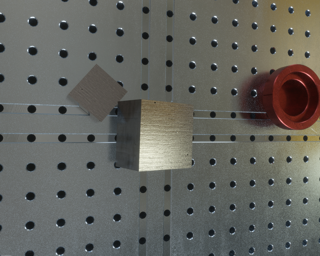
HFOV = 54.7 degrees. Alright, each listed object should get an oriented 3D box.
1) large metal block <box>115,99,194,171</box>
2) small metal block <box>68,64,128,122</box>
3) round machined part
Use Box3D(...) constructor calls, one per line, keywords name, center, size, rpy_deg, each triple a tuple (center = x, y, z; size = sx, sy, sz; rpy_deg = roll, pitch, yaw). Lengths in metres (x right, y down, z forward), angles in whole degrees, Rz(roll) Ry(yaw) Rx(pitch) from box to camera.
Box3D(name="large metal block", center=(-0.006, 0.009, 0.385), size=(0.081, 0.050, 0.080), rpy_deg=(2, 89, -39))
Box3D(name="small metal block", center=(-0.078, -0.042, 0.384), size=(0.050, 0.025, 0.050), rpy_deg=(42, 77, -15))
Box3D(name="round machined part", center=(0.198, -0.046, 0.476), size=(0.099, 0.042, 0.097), rpy_deg=(0, 90, -20))
